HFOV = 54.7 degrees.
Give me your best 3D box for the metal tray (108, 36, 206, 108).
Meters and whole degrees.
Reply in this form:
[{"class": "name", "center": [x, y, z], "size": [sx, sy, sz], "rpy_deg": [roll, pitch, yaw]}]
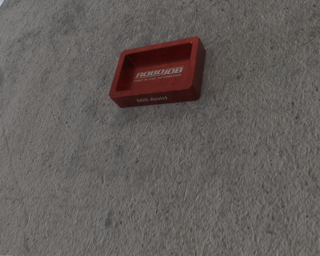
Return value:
[{"class": "metal tray", "center": [-0.004, -0.079, 0.451], "size": [0.130, 0.030, 0.090], "rpy_deg": [-3, 60, 26]}]
